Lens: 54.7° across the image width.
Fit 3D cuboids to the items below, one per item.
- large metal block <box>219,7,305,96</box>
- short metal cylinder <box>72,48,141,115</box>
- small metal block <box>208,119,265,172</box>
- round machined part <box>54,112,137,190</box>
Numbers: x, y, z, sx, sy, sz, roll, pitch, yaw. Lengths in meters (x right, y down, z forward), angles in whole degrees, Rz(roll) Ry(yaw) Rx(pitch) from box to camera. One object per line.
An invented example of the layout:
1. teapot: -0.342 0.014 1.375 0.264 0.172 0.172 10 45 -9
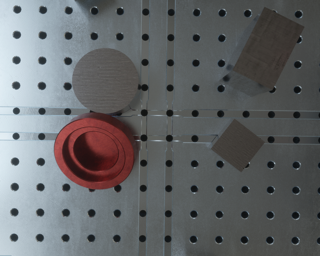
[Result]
1. large metal block: 0.122 -0.089 0.387 0.050 0.080 0.080 27 90 0
2. short metal cylinder: -0.066 -0.057 0.400 0.081 0.050 0.080 0 90 0
3. small metal block: 0.101 0.023 0.414 0.050 0.025 0.050 38 90 0
4. round machined part: -0.078 0.026 0.393 0.099 0.042 0.097 1 113 4
